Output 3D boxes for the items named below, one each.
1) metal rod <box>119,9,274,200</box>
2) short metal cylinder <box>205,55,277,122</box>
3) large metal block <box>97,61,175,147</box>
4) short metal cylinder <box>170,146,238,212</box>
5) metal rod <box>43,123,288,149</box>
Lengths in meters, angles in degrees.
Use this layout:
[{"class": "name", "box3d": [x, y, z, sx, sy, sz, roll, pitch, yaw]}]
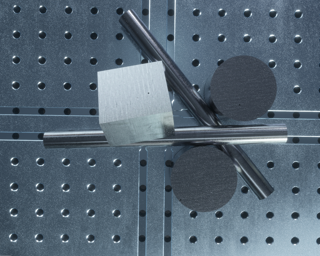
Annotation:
[{"class": "metal rod", "box3d": [0.048, -0.030, 0.410, 0.025, 0.025, 0.300, -38, 90, 0]}, {"class": "short metal cylinder", "box3d": [0.101, -0.048, 0.398, 0.081, 0.050, 0.079, 0, 90, 0]}, {"class": "large metal block", "box3d": [-0.029, -0.030, 0.379, 0.080, 0.050, 0.080, -10, 55, 0]}, {"class": "short metal cylinder", "box3d": [0.053, 0.061, 0.398, 0.081, 0.050, 0.079, 0, 90, 0]}, {"class": "metal rod", "box3d": [0.002, 0.011, 0.393, 0.302, 0.025, 0.025, -2, 90, 6]}]
